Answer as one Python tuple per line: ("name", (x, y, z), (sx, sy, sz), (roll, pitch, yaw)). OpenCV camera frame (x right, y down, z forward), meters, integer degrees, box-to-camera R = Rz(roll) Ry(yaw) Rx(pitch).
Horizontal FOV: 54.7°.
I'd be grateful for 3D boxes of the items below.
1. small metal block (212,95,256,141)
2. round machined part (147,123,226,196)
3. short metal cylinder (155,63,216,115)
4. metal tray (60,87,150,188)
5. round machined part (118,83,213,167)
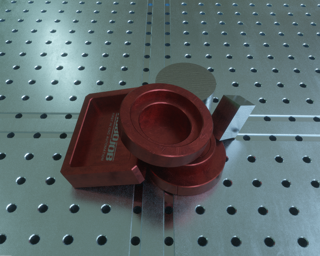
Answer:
("small metal block", (0.089, -0.014, 0.391), (0.025, 0.050, 0.050), (39, 25, 27))
("round machined part", (0.030, 0.028, 0.372), (0.099, 0.042, 0.098), (0, 50, 0))
("short metal cylinder", (0.034, -0.046, 0.430), (0.081, 0.050, 0.080), (0, 50, 0))
("metal tray", (-0.059, 0.007, 0.383), (0.090, 0.030, 0.130), (-6, 49, 13))
("round machined part", (0.004, 0.001, 0.334), (0.099, 0.042, 0.098), (7, 51, -8))
